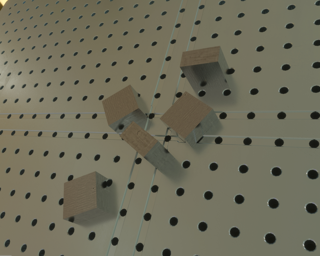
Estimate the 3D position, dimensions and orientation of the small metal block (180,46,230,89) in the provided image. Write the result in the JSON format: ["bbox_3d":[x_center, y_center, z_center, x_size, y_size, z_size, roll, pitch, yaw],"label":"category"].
[{"bbox_3d":[0.060,-0.078,0.409,0.050,0.050,0.025,-3,61,27],"label":"small metal block"}]

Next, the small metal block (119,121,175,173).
[{"bbox_3d":[-0.015,0.024,0.387,0.025,0.050,0.050,-49,51,-6],"label":"small metal block"}]

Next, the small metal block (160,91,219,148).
[{"bbox_3d":[0.037,-0.012,0.397,0.050,0.025,0.050,-47,51,-5],"label":"small metal block"}]

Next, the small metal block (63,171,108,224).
[{"bbox_3d":[-0.097,0.091,0.405,0.050,0.025,0.050,-22,54,15],"label":"small metal block"}]

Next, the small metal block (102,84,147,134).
[{"bbox_3d":[-0.053,-0.028,0.454,0.050,0.025,0.050,-29,52,9],"label":"small metal block"}]
